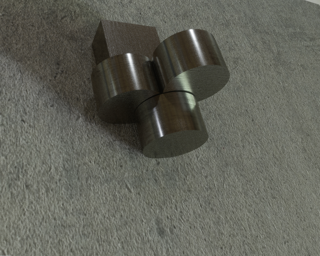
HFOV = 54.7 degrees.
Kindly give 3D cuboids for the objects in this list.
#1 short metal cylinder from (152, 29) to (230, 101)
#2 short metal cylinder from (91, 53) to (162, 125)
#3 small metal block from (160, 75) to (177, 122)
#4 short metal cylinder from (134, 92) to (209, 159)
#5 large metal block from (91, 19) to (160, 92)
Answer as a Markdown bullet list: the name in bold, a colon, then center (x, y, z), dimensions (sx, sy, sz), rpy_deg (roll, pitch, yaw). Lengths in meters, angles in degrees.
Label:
- **short metal cylinder**: center (0.036, -0.070, 0.368), dimensions (0.081, 0.080, 0.050), rpy_deg (-2, 63, -29)
- **short metal cylinder**: center (-0.039, -0.045, 0.377), dimensions (0.081, 0.080, 0.050), rpy_deg (-2, 63, -29)
- **small metal block**: center (0.011, -0.038, 0.421), dimensions (0.025, 0.050, 0.050), rpy_deg (1, 61, -28)
- **short metal cylinder**: center (0.013, -0.001, 0.378), dimensions (0.081, 0.080, 0.050), rpy_deg (0, 62, -29)
- **large metal block**: center (-0.042, -0.096, 0.426), dimensions (0.081, 0.050, 0.080), rpy_deg (-2, 63, -29)
